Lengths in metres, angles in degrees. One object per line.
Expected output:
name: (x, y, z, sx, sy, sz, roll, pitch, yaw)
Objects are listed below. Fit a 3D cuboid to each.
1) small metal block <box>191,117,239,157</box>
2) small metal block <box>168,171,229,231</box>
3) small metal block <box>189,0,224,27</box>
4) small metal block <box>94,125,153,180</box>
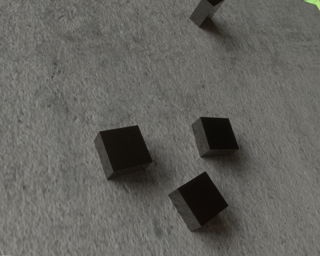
small metal block: (0.078, 0.013, 0.440, 0.050, 0.025, 0.050, 2, 61, -28)
small metal block: (0.047, 0.088, 0.377, 0.050, 0.025, 0.050, -24, 75, -37)
small metal block: (0.088, -0.221, 0.572, 0.025, 0.050, 0.050, 44, 51, 2)
small metal block: (-0.044, 0.028, 0.365, 0.050, 0.025, 0.050, -10, 67, -33)
